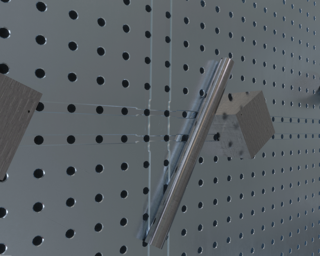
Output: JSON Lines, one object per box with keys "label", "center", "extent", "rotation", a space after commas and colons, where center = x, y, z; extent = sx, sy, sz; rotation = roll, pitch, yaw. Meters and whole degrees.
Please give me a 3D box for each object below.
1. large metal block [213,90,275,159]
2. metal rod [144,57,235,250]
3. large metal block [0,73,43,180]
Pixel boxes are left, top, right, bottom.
{"label": "large metal block", "center": [0.137, -0.006, 0.507], "extent": [0.080, 0.050, 0.080], "rotation": [-38, 113, -34]}
{"label": "metal rod", "center": [0.050, 0.023, 0.450], "extent": [0.025, 0.025, 0.300], "rotation": [38, 67, -34]}
{"label": "large metal block", "center": [-0.160, -0.010, 0.258], "extent": [0.080, 0.050, 0.080], "rotation": [30, 72, -36]}
